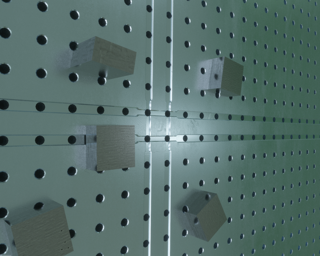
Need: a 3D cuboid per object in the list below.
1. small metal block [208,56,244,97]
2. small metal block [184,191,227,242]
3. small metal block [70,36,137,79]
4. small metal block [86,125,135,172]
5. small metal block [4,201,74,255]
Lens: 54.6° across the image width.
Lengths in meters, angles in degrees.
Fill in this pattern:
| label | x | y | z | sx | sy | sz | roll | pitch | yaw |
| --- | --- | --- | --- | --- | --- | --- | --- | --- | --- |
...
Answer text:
| label | x | y | z | sx | sy | sz | roll | pitch | yaw |
| --- | --- | --- | --- | --- | --- | --- | --- | --- | --- |
| small metal block | 0.106 | -0.081 | 0.497 | 0.050 | 0.025 | 0.050 | 13 | 82 | -39 |
| small metal block | 0.070 | 0.132 | 0.467 | 0.050 | 0.025 | 0.050 | -36 | 112 | -34 |
| small metal block | -0.062 | -0.075 | 0.340 | 0.050 | 0.050 | 0.025 | 12 | 83 | -39 |
| small metal block | -0.057 | 0.022 | 0.361 | 0.050 | 0.025 | 0.050 | -1 | 91 | -40 |
| small metal block | -0.120 | 0.107 | 0.308 | 0.050 | 0.025 | 0.050 | -16 | 101 | -39 |
